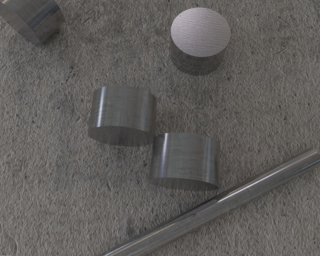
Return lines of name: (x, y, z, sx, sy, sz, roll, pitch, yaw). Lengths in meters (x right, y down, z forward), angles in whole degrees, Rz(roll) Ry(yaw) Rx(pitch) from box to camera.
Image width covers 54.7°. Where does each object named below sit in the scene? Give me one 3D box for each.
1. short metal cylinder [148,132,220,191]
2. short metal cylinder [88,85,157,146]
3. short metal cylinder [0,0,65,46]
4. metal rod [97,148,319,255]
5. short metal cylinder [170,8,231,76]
short metal cylinder: (0.029, 0.042, 0.364, 0.080, 0.080, 0.050, 6, 70, 2)
short metal cylinder: (-0.045, -0.012, 0.383, 0.080, 0.080, 0.050, 3, 70, 1)
short metal cylinder: (-0.184, -0.163, 0.437, 0.080, 0.080, 0.050, 34, 74, 11)
metal rod: (0.062, 0.098, 0.372, 0.302, 0.025, 0.025, -24, 72, -9)
short metal cylinder: (0.055, -0.121, 0.440, 0.081, 0.050, 0.080, 0, 70, 0)
